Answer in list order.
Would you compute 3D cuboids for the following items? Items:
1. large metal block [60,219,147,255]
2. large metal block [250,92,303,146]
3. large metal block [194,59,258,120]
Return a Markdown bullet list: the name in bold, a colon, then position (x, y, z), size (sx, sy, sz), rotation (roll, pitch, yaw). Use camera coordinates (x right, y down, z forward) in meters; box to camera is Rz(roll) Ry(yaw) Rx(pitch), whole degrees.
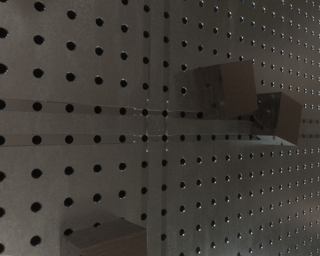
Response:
- **large metal block**: position (-0.061, 0.155, 0.344), size (0.081, 0.050, 0.079), rotation (-2, 92, -40)
- **large metal block**: position (0.219, -0.015, 0.580), size (0.080, 0.050, 0.080), rotation (19, 78, -39)
- **large metal block**: position (0.105, -0.060, 0.483), size (0.081, 0.050, 0.079), rotation (-17, 101, -39)
